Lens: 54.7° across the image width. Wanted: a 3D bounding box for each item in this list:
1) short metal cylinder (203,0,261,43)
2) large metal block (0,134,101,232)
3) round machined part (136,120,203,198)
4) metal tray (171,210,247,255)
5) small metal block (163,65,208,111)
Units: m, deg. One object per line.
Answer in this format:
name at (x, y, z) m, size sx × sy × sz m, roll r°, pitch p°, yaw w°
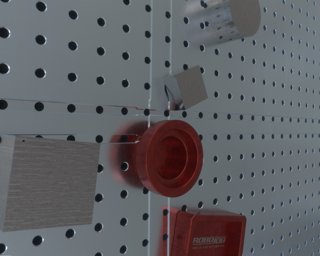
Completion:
short metal cylinder at (0.114, -0.179, 0.488) m, size 0.081 × 0.050 × 0.079 m, roll 0°, pitch 90°, yaw -40°
large metal block at (-0.110, 0.050, 0.301) m, size 0.081 × 0.050 × 0.080 m, roll 9°, pitch 84°, yaw -40°
round machined part at (0.008, 0.038, 0.405) m, size 0.099 × 0.042 × 0.097 m, roll 0°, pitch 90°, yaw -40°
metal tray at (0.077, 0.175, 0.470) m, size 0.131 × 0.030 × 0.090 m, roll 14°, pitch 81°, yaw -39°
small metal block at (0.037, -0.057, 0.440) m, size 0.050 × 0.025 × 0.050 m, roll -28°, pitch 108°, yaw -36°
